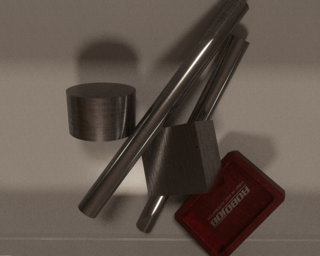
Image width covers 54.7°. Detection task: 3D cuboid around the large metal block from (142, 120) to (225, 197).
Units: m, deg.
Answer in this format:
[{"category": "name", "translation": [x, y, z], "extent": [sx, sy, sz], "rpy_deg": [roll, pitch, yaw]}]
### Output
[{"category": "large metal block", "translation": [0.026, 0.037, 0.381], "extent": [0.080, 0.050, 0.080], "rpy_deg": [-12, 86, 33]}]

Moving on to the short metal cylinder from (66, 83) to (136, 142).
[{"category": "short metal cylinder", "translation": [-0.069, -0.022, 0.373], "extent": [0.081, 0.080, 0.050], "rpy_deg": [1, 110, -1]}]

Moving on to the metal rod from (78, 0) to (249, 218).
[{"category": "metal rod", "translation": [0.004, -0.024, 0.359], "extent": [0.025, 0.025, 0.299], "rpy_deg": [36, 89, -13]}]

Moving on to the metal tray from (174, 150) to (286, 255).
[{"category": "metal tray", "translation": [0.093, 0.107, 0.426], "extent": [0.090, 0.030, 0.129], "rpy_deg": [43, 107, 18]}]

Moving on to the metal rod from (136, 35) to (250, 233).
[{"category": "metal rod", "translation": [0.036, 0.021, 0.419], "extent": [0.025, 0.025, 0.298], "rpy_deg": [22, 108, -9]}]
